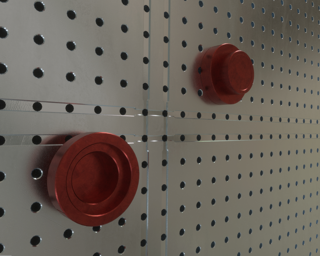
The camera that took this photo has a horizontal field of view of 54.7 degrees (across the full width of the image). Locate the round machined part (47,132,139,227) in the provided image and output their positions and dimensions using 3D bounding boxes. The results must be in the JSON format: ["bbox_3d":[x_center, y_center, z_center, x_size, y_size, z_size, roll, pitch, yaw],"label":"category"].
[{"bbox_3d":[-0.074,0.053,0.337,0.099,0.042,0.097,0,90,-40],"label":"round machined part"}]

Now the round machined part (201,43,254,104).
[{"bbox_3d":[0.114,-0.087,0.496,0.099,0.042,0.097,0,90,-40],"label":"round machined part"}]
